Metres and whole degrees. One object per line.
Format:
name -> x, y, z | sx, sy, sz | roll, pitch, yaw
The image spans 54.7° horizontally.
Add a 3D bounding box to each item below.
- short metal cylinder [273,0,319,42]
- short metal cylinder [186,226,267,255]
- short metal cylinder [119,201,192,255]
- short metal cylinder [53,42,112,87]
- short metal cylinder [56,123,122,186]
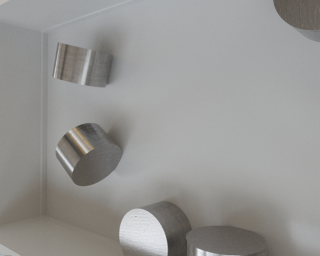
short metal cylinder -> 0.147, -0.120, 0.269 | 0.080, 0.050, 0.080 | 0, 90, 40
short metal cylinder -> 0.066, 0.138, 0.316 | 0.080, 0.081, 0.050 | 1, 91, 40
short metal cylinder -> -0.006, 0.138, 0.395 | 0.080, 0.050, 0.080 | 0, 90, 40
short metal cylinder -> -0.117, -0.095, 0.468 | 0.080, 0.081, 0.050 | 22, 104, 38
short metal cylinder -> -0.105, 0.039, 0.458 | 0.050, 0.081, 0.080 | 44, 117, 31
